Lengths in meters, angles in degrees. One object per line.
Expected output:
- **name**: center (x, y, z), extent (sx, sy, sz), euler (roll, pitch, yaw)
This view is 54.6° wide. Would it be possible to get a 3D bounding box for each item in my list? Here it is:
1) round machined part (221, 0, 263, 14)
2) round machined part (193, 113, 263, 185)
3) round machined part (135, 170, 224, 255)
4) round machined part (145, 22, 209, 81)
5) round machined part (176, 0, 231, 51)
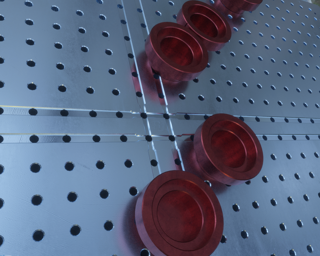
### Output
- **round machined part**: center (0.166, -0.283, 0.658), extent (0.099, 0.042, 0.098), euler (13, 56, -21)
- **round machined part**: center (0.088, 0.032, 0.425), extent (0.099, 0.042, 0.098), euler (13, 56, -21)
- **round machined part**: center (0.018, 0.100, 0.346), extent (0.099, 0.042, 0.098), euler (13, 56, -21)
- **round machined part**: center (0.022, -0.112, 0.476), extent (0.099, 0.042, 0.098), euler (13, 56, -21)
- **round machined part**: center (0.071, -0.170, 0.537), extent (0.099, 0.042, 0.098), euler (15, 54, -21)
